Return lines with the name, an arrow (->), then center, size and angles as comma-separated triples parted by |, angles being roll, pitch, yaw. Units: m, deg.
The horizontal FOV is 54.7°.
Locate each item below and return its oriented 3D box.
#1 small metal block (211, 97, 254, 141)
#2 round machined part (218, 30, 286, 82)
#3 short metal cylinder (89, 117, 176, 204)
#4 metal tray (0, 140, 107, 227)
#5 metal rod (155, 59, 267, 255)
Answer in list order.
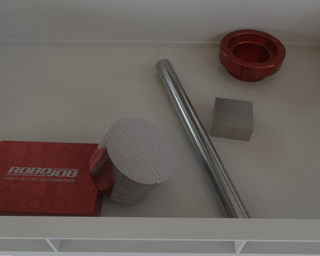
small metal block -> 0.097, -0.012, 0.417 | 0.050, 0.025, 0.050 | 7, 50, 6
round machined part -> 0.142, -0.110, 0.488 | 0.099, 0.042, 0.098 | 0, 50, 0
short metal cylinder -> -0.030, 0.035, 0.338 | 0.081, 0.050, 0.080 | 19, 47, -22
metal tray -> -0.129, 0.060, 0.350 | 0.131, 0.030, 0.090 | 2, 50, 1
metal rod -> 0.049, 0.011, 0.395 | 0.025, 0.025, 0.300 | -13, 51, -11
